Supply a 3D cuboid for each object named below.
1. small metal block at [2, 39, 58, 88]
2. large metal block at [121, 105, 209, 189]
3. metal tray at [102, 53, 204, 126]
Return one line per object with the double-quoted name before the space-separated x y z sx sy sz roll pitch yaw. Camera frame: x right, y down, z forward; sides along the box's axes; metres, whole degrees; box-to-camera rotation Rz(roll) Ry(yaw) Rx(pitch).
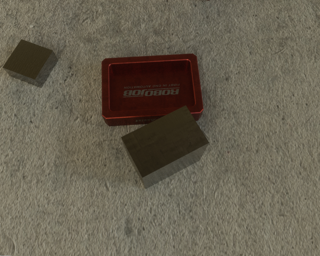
"small metal block" -0.182 -0.091 0.439 0.050 0.025 0.050 21 71 7
"large metal block" 0.005 0.026 0.369 0.080 0.080 0.050 -27 73 -10
"metal tray" -0.012 -0.053 0.424 0.131 0.030 0.090 -4 70 -2
